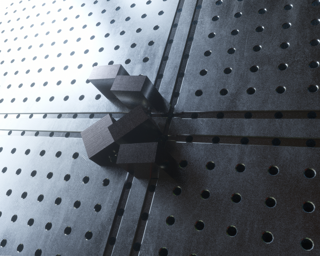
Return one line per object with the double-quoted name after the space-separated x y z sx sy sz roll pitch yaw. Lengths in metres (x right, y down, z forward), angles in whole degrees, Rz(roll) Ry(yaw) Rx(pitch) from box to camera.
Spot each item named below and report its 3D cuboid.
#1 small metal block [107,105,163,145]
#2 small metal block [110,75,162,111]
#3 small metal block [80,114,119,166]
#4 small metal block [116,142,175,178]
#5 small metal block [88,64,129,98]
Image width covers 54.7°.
-0.031 0.004 0.403 0.050 0.050 0.025 -35 57 4 "small metal block"
-0.033 -0.049 0.438 0.050 0.050 0.025 6 65 30 "small metal block"
-0.079 0.016 0.438 0.050 0.025 0.050 -34 52 6 "small metal block"
-0.016 0.040 0.375 0.050 0.050 0.025 -5 60 25 "small metal block"
-0.071 -0.070 0.470 0.050 0.050 0.025 2 62 29 "small metal block"
